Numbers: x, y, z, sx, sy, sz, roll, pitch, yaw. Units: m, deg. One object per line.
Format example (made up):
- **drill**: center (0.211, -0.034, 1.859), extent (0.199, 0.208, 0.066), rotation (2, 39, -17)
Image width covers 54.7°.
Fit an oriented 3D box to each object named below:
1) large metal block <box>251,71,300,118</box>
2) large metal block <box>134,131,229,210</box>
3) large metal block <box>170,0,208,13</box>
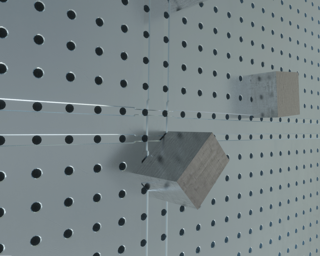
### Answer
- **large metal block**: center (0.216, -0.062, 0.577), extent (0.081, 0.050, 0.079), rotation (-7, 95, -40)
- **large metal block**: center (0.028, 0.050, 0.399), extent (0.080, 0.080, 0.050), rotation (-50, 120, -29)
- **large metal block**: center (0.050, -0.212, 0.417), extent (0.050, 0.080, 0.080), rotation (-33, 111, -35)
